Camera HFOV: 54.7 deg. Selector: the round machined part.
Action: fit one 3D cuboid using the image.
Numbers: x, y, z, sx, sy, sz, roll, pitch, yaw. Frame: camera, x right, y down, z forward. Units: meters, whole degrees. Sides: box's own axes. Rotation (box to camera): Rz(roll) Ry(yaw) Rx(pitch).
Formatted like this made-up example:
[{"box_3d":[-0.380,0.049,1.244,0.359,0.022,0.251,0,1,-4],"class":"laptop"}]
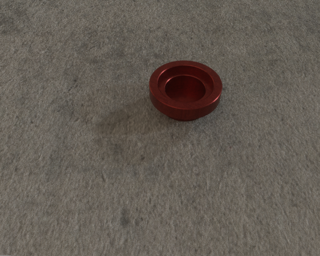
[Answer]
[{"box_3d":[0.034,-0.048,0.433,0.099,0.042,0.098,0,50,0],"class":"round machined part"}]
